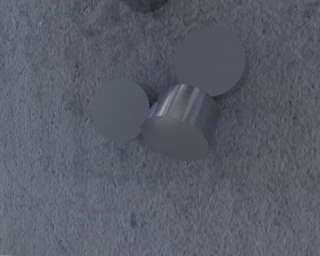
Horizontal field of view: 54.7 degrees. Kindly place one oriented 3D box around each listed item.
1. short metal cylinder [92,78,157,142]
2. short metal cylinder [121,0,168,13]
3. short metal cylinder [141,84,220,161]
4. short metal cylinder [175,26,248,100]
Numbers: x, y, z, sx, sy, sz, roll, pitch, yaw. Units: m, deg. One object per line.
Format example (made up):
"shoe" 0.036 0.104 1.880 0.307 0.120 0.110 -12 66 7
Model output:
"short metal cylinder" -0.042 -0.023 0.409 0.080 0.050 0.079 0 90 19
"short metal cylinder" -0.026 -0.199 0.404 0.080 0.050 0.079 0 90 19
"short metal cylinder" 0.025 -0.005 0.363 0.080 0.080 0.050 12 54 19
"short metal cylinder" 0.063 -0.075 0.373 0.080 0.050 0.079 0 90 19
